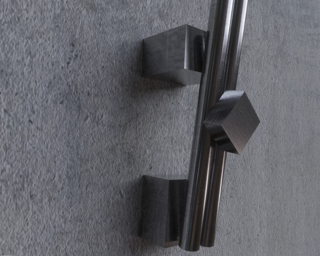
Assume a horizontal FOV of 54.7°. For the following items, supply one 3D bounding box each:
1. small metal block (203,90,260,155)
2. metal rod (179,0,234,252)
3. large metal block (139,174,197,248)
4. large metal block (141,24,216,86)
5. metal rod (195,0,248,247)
[{"bbox_3d":[0.082,-0.007,0.347,0.050,0.025,0.050,-53,126,-20],"label":"small metal block"},{"bbox_3d":[0.053,-0.008,0.355,0.025,0.025,0.298,4,95,-40],"label":"metal rod"},{"bbox_3d":[0.023,0.104,0.408,0.081,0.050,0.080,6,86,-40],"label":"large metal block"},{"bbox_3d":[0.033,-0.088,0.398,0.081,0.080,0.050,4,88,-40],"label":"large metal block"},{"bbox_3d":[0.073,-0.007,0.372,0.025,0.025,0.298,4,95,-40],"label":"metal rod"}]
